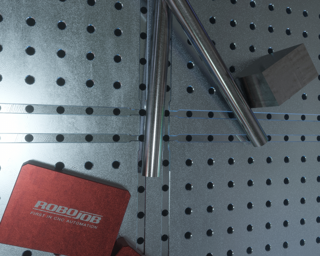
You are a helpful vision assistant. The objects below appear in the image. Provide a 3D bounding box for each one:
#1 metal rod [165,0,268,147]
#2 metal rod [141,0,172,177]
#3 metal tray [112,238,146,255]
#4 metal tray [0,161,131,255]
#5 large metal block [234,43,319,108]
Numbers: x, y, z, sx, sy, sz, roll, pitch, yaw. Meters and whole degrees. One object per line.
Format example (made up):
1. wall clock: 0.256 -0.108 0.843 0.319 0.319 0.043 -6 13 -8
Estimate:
1. metal rod: 0.070 -0.094 0.423 0.025 0.025 0.299 -41 110 -15
2. metal rod: -0.002 -0.086 0.412 0.025 0.025 0.298 5 88 -20
3. metal tray: -0.031 0.218 0.399 0.130 0.030 0.090 45 76 -15
4. metal tray: -0.111 0.100 0.370 0.131 0.030 0.090 20 83 -19
5. large metal block: 0.159 -0.071 0.444 0.080 0.080 0.050 -35 102 -17
